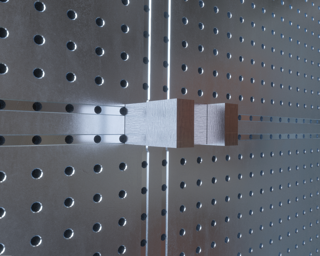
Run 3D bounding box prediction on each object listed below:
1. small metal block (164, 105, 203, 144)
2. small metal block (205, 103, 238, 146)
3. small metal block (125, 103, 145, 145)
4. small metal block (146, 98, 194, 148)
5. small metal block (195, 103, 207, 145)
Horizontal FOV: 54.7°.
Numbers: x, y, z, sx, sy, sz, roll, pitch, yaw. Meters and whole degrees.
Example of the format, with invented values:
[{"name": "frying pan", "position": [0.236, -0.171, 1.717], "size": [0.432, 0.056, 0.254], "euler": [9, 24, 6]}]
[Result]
[{"name": "small metal block", "position": [0.032, -0.004, 0.421], "size": [0.025, 0.050, 0.050], "euler": [-1, 91, -40]}, {"name": "small metal block", "position": [0.069, -0.004, 0.386], "size": [0.025, 0.050, 0.050], "euler": [1, 89, -40]}, {"name": "small metal block", "position": [-0.018, -0.005, 0.379], "size": [0.025, 0.050, 0.050], "euler": [1, 90, -40]}, {"name": "small metal block", "position": [0.010, -0.005, 0.337], "size": [0.025, 0.050, 0.050], "euler": [1, 89, -40]}, {"name": "small metal block", "position": [0.030, -0.005, 0.372], "size": [0.050, 0.025, 0.050], "euler": [1, 90, -40]}]
